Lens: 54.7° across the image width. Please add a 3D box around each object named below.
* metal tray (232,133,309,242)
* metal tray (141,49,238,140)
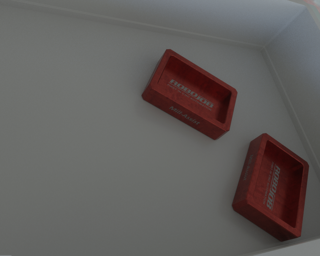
[{"bbox_3d":[0.162,0.080,0.442,0.090,0.030,0.130,35,51,-6],"label":"metal tray"},{"bbox_3d":[0.048,-0.051,0.460,0.131,0.030,0.090,29,52,-10],"label":"metal tray"}]
